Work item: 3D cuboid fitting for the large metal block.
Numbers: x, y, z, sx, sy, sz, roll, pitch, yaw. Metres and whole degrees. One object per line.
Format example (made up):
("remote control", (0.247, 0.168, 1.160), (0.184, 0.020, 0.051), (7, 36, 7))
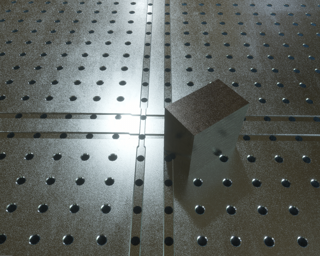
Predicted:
("large metal block", (0.052, 0.000, 0.373), (0.081, 0.080, 0.050), (-29, 56, -23))
